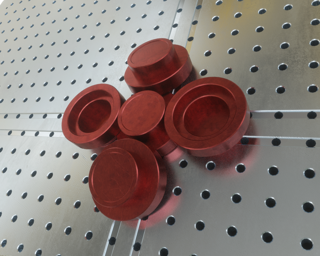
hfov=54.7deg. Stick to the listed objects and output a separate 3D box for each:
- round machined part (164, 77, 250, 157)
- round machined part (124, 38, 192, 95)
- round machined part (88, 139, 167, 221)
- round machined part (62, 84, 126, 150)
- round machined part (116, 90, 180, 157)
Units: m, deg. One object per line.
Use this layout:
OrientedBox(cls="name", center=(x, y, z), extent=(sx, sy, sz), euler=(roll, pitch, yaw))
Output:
OrientedBox(cls="round machined part", center=(0.058, -0.010, 0.371), extent=(0.098, 0.042, 0.098), euler=(-13, 56, 20))
OrientedBox(cls="round machined part", center=(-0.007, -0.091, 0.441), extent=(0.098, 0.042, 0.098), euler=(-16, 41, 15))
OrientedBox(cls="round machined part", center=(-0.045, 0.060, 0.368), extent=(0.098, 0.042, 0.098), euler=(-8, 73, 26))
OrientedBox(cls="round machined part", center=(-0.089, -0.013, 0.450), extent=(0.098, 0.042, 0.098), euler=(-13, 56, 20))
OrientedBox(cls="round machined part", center=(-0.016, -0.011, 0.410), extent=(0.098, 0.042, 0.098), euler=(-13, 56, 20))
